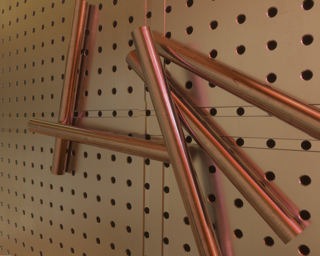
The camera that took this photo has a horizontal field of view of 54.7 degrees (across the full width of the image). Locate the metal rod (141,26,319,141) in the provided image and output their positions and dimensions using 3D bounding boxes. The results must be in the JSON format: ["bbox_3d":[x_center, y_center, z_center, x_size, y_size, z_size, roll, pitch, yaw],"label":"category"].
[{"bbox_3d":[0.075,-0.055,0.346,0.300,0.025,0.025,36,112,33],"label":"metal rod"}]

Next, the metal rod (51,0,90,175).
[{"bbox_3d":[-0.156,-0.064,0.534,0.025,0.025,0.298,17,101,38],"label":"metal rod"}]

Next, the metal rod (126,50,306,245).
[{"bbox_3d":[0.047,0.002,0.369,0.300,0.025,0.025,51,120,27],"label":"metal rod"}]

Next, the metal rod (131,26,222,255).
[{"bbox_3d":[0.021,0.025,0.364,0.025,0.025,0.298,-20,85,38],"label":"metal rod"}]

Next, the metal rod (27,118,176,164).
[{"bbox_3d":[-0.099,0.015,0.468,0.300,0.025,0.025,9,96,33],"label":"metal rod"}]
